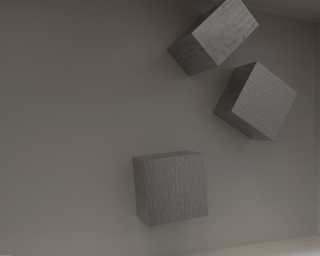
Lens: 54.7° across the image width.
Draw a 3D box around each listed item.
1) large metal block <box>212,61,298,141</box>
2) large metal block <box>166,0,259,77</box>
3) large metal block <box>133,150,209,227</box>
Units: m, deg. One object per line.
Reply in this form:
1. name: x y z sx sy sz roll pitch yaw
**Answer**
1. large metal block: 0.136 -0.036 0.447 0.080 0.050 0.080 32 80 -17
2. large metal block: 0.066 -0.118 0.405 0.080 0.080 0.050 -46 105 -14
3. large metal block: 0.013 0.075 0.402 0.081 0.050 0.079 -5 92 -20
